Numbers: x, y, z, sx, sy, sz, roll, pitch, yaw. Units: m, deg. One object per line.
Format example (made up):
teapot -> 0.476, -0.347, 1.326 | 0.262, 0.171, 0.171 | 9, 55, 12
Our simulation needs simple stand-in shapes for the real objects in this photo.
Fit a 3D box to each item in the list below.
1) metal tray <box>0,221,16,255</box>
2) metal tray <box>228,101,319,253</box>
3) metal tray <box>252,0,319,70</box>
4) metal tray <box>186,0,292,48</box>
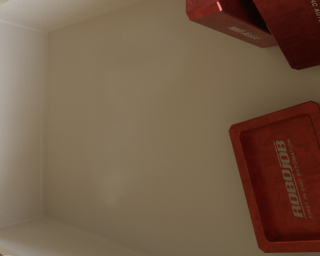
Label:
metal tray -> -0.381, 0.265, 0.721 | 0.130, 0.030, 0.089 | -9, 85, 39
metal tray -> 0.127, 0.048, 0.298 | 0.090, 0.030, 0.129 | -20, 77, 38
metal tray -> 0.126, -0.104, 0.236 | 0.090, 0.130, 0.030 | -10, 54, 39
metal tray -> 0.076, -0.129, 0.274 | 0.030, 0.131, 0.089 | 0, 90, 44
